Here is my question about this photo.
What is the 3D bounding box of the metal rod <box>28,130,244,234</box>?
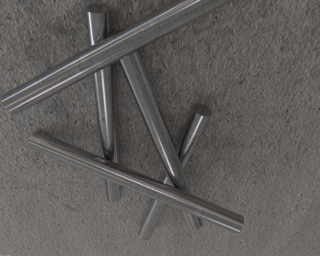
[{"bbox_3d":[-0.032,0.072,0.417,0.301,0.025,0.025,22,128,1],"label":"metal rod"}]

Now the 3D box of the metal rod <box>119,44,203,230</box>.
[{"bbox_3d":[0.008,0.028,0.405,0.025,0.025,0.299,-14,121,12],"label":"metal rod"}]

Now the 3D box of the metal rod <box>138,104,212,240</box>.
[{"bbox_3d":[0.012,0.087,0.480,0.025,0.025,0.298,12,129,-10],"label":"metal rod"}]

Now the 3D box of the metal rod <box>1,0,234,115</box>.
[{"bbox_3d":[-0.025,-0.089,0.304,0.301,0.025,0.025,-25,126,10],"label":"metal rod"}]

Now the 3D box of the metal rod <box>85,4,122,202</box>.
[{"bbox_3d":[-0.068,-0.004,0.402,0.025,0.025,0.298,2,130,-2],"label":"metal rod"}]
